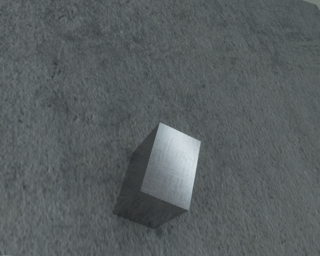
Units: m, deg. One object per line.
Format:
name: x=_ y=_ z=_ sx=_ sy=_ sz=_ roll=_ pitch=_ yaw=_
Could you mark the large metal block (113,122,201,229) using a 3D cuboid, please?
large metal block: x=-0.004 y=0.054 z=0.335 sx=0.050 sy=0.080 sz=0.080 roll=25 pitch=53 yaw=-13
